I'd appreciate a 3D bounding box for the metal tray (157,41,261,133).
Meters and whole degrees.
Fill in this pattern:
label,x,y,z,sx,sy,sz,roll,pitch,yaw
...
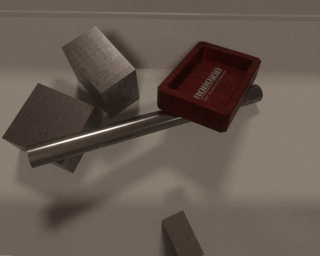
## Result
label,x,y,z,sx,sy,sz,roll,pitch,yaw
metal tray,0.065,-0.059,0.396,0.090,0.030,0.131,23,48,18

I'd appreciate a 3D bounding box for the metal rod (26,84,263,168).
label,x,y,z,sx,sy,sz,roll,pitch,yaw
metal rod,-0.003,-0.008,0.382,0.302,0.025,0.025,-16,71,-18

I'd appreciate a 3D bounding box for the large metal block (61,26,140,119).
label,x,y,z,sx,sy,sz,roll,pitch,yaw
large metal block,-0.074,-0.069,0.405,0.050,0.080,0.080,-38,75,-13

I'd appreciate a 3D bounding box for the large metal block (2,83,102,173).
label,x,y,z,sx,sy,sz,roll,pitch,yaw
large metal block,-0.133,0.001,0.394,0.080,0.050,0.080,23,71,7

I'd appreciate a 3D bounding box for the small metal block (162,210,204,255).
label,x,y,z,sx,sy,sz,roll,pitch,yaw
small metal block,0.024,0.124,0.351,0.025,0.050,0.050,-24,72,-8
